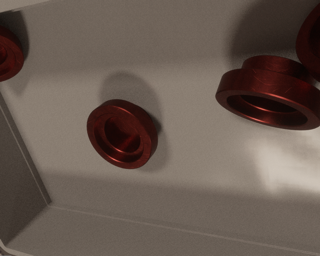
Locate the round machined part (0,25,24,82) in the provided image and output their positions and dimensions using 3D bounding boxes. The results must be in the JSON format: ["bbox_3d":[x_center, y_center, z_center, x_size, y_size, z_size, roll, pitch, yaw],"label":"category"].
[{"bbox_3d":[-0.246,-0.111,0.433,0.097,0.099,0.042,-48,52,39],"label":"round machined part"}]

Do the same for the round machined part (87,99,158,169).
[{"bbox_3d":[-0.047,0.004,0.424,0.098,0.042,0.097,13,124,20],"label":"round machined part"}]

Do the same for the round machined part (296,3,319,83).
[{"bbox_3d":[0.163,-0.071,0.240,0.098,0.098,0.042,-28,132,37],"label":"round machined part"}]

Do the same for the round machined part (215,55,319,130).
[{"bbox_3d":[0.107,-0.035,0.297,0.098,0.098,0.042,18,81,17],"label":"round machined part"}]
